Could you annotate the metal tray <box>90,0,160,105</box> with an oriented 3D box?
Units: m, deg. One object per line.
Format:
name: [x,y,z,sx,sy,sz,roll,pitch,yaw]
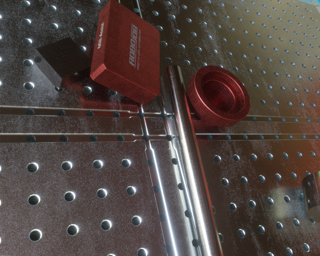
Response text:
metal tray: [-0.044,-0.106,0.431,0.090,0.030,0.130,25,51,-35]

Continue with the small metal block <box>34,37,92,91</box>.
small metal block: [-0.122,-0.082,0.394,0.050,0.025,0.050,48,51,5]

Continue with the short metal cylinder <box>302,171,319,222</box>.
short metal cylinder: [0.253,0.102,0.450,0.080,0.080,0.050,22,54,-16]

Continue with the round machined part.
round machined part: [0.085,-0.044,0.472,0.099,0.042,0.098,14,56,-21]

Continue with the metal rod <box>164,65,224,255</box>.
metal rod: [0.042,0.043,0.406,0.025,0.025,0.299,5,60,-26]
